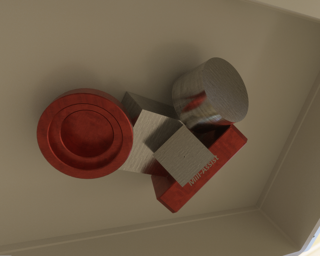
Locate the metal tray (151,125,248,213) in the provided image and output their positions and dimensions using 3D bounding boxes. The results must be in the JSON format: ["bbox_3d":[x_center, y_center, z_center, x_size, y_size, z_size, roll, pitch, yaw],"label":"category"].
[{"bbox_3d":[0.047,0.043,0.417,0.130,0.090,0.030,-45,102,3],"label":"metal tray"}]

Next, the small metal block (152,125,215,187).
[{"bbox_3d":[0.028,0.032,0.361,0.050,0.050,0.025,-44,168,3],"label":"small metal block"}]

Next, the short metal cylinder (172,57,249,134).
[{"bbox_3d":[0.061,-0.038,0.375,0.081,0.080,0.050,17,153,-35],"label":"short metal cylinder"}]

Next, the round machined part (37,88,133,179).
[{"bbox_3d":[-0.079,0.003,0.341,0.099,0.042,0.097,-2,111,-4],"label":"round machined part"}]

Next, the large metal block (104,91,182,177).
[{"bbox_3d":[-0.016,0.010,0.390,0.081,0.050,0.080,16,110,-35],"label":"large metal block"}]
